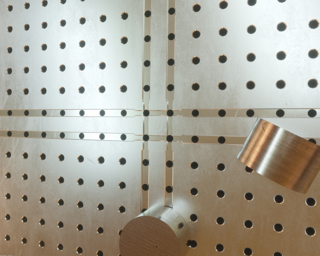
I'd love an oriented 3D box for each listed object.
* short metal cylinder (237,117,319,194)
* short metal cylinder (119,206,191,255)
[{"bbox_3d":[0.132,0.028,0.337,0.080,0.080,0.050,28,100,17],"label":"short metal cylinder"},{"bbox_3d":[-0.005,0.147,0.401,0.080,0.050,0.079,0,90,20],"label":"short metal cylinder"}]
